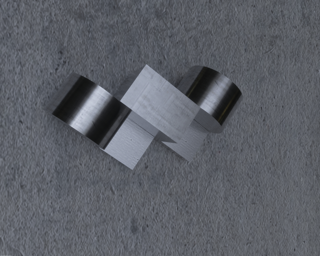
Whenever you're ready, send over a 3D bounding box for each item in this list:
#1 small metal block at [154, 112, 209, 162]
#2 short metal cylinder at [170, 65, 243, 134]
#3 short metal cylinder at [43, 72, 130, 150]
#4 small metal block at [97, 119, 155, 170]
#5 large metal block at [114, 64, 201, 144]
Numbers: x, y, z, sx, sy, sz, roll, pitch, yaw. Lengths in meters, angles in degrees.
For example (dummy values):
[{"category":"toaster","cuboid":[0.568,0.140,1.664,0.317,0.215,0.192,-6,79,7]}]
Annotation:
[{"category":"small metal block","cuboid":[0.030,0.011,0.422,0.050,0.025,0.050,37,78,-17]},{"category":"short metal cylinder","cuboid":[0.059,-0.036,0.403,0.080,0.080,0.050,37,78,-17]},{"category":"short metal cylinder","cuboid":[-0.082,-0.018,0.351,0.080,0.080,0.050,37,78,-17]},{"category":"small metal block","cuboid":[-0.044,0.018,0.395,0.050,0.025,0.050,37,78,-17]},{"category":"large metal block","cuboid":[-0.011,-0.026,0.378,0.080,0.080,0.050,37,78,-17]}]
